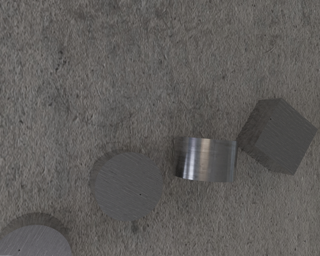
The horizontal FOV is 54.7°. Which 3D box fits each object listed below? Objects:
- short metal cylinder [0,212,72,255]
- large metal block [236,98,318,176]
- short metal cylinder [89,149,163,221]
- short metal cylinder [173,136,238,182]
[{"bbox_3d":[-0.141,0.140,0.344,0.081,0.050,0.079,0,90,-20],"label":"short metal cylinder"},{"bbox_3d":[0.171,0.013,0.459,0.080,0.050,0.080,36,78,-17],"label":"large metal block"},{"bbox_3d":[-0.043,0.067,0.380,0.081,0.050,0.079,0,90,-20],"label":"short metal cylinder"},{"bbox_3d":[0.059,0.039,0.401,0.081,0.080,0.050,5,88,-20],"label":"short metal cylinder"}]
